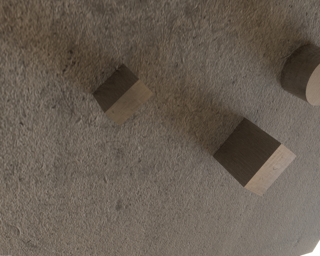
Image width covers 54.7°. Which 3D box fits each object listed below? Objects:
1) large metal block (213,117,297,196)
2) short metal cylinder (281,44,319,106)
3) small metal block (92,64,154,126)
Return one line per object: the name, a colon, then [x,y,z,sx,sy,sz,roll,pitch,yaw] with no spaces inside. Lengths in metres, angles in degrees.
large metal block: [0.143,0.043,0.476,0.050,0.080,0.080,31,101,-38]
short metal cylinder: [0.232,-0.080,0.468,0.081,0.050,0.079,-14,124,-21]
small metal block: [-0.042,-0.038,0.344,0.050,0.050,0.025,-44,129,2]
